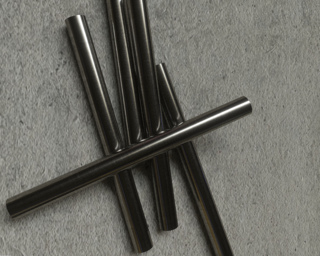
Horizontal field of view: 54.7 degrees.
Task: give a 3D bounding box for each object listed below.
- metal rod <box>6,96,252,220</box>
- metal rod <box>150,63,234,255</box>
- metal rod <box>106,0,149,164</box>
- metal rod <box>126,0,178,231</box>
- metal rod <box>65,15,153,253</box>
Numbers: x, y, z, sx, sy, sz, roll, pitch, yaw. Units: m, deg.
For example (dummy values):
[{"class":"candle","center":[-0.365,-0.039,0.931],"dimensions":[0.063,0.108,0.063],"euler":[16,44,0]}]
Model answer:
[{"class":"metal rod","center":[-0.027,0.030,0.367],"dimensions":[0.302,0.025,0.025],"euler":[-23,98,-9]},{"class":"metal rod","center":[0.046,0.057,0.425],"dimensions":[0.025,0.025,0.299],"euler":[-23,98,-19]},{"class":"metal rod","center":[-0.047,-0.103,0.391],"dimensions":[0.025,0.025,0.298],"euler":[-9,93,-20]},{"class":"metal rod","center":[-0.009,-0.015,0.393],"dimensions":[0.025,0.025,0.298],"euler":[-11,98,-20]},{"class":"metal rod","center":[-0.061,0.012,0.386],"dimensions":[0.025,0.025,0.298],"euler":[-18,96,-19]}]
